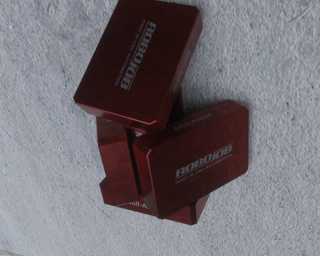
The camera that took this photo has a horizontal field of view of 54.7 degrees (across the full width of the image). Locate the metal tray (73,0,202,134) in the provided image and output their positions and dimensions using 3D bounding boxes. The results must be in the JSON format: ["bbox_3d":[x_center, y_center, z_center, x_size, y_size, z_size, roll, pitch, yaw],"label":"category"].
[{"bbox_3d":[-0.020,-0.068,0.316,0.090,0.130,0.030,16,166,18],"label":"metal tray"}]

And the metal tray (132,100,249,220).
[{"bbox_3d":[0.040,0.032,0.341,0.030,0.131,0.089,33,138,51],"label":"metal tray"}]

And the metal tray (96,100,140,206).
[{"bbox_3d":[-0.055,0.021,0.386,0.030,0.130,0.089,-12,118,-7],"label":"metal tray"}]

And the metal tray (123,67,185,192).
[{"bbox_3d":[-0.001,0.003,0.367,0.030,0.090,0.129,7,122,24],"label":"metal tray"}]

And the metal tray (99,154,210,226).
[{"bbox_3d":[-0.001,0.072,0.410,0.130,0.090,0.030,7,121,24],"label":"metal tray"}]
